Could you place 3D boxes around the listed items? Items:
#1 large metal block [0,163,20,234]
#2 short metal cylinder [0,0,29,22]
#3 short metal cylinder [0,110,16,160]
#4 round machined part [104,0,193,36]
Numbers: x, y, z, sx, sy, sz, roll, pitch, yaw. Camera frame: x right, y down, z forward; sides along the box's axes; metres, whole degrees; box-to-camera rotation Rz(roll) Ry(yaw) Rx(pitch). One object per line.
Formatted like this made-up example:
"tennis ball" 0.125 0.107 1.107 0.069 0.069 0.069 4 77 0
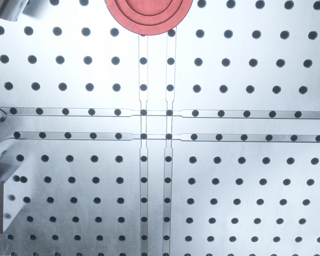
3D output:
"large metal block" -0.248 0.093 0.432 0.081 0.050 0.079 10 110 -4
"short metal cylinder" -0.177 -0.157 0.324 0.080 0.080 0.050 34 107 -12
"short metal cylinder" -0.239 0.014 0.403 0.081 0.050 0.079 0 110 0
"round machined part" -0.012 -0.155 0.347 0.099 0.042 0.097 0 110 0
